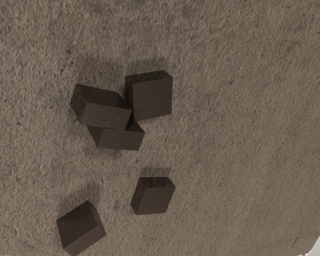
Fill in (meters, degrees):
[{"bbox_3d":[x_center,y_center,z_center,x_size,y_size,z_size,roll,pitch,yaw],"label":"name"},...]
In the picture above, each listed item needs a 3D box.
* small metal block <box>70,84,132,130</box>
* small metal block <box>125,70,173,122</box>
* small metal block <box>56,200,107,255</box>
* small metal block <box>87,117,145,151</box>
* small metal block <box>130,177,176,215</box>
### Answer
[{"bbox_3d":[-0.066,-0.023,0.341,0.050,0.050,0.025,9,114,-33],"label":"small metal block"},{"bbox_3d":[-0.013,-0.039,0.377,0.050,0.025,0.050,-13,124,-22],"label":"small metal block"},{"bbox_3d":[-0.106,0.134,0.417,0.050,0.050,0.025,-33,129,-7],"label":"small metal block"},{"bbox_3d":[-0.053,0.002,0.364,0.050,0.050,0.025,7,115,-32],"label":"small metal block"},{"bbox_3d":[-0.011,0.102,0.466,0.050,0.025,0.050,5,116,-31],"label":"small metal block"}]
